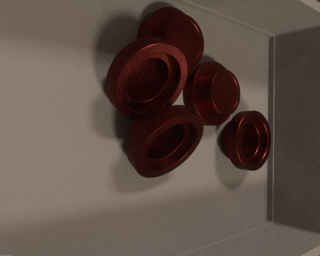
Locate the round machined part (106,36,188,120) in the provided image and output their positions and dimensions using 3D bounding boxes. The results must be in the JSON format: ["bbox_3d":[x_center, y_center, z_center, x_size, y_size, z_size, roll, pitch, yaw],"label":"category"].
[{"bbox_3d":[-0.019,-0.060,0.362,0.099,0.042,0.097,-24,136,-25],"label":"round machined part"}]

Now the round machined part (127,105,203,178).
[{"bbox_3d":[0.002,0.011,0.379,0.099,0.042,0.097,-26,142,-22],"label":"round machined part"}]

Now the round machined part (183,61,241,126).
[{"bbox_3d":[0.084,-0.052,0.469,0.099,0.042,0.097,0,90,-40],"label":"round machined part"}]

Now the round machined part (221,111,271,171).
[{"bbox_3d":[0.140,0.021,0.516,0.099,0.042,0.097,0,90,-40],"label":"round machined part"}]

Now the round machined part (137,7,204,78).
[{"bbox_3d":[0.021,-0.113,0.415,0.099,0.042,0.097,0,90,-40],"label":"round machined part"}]
